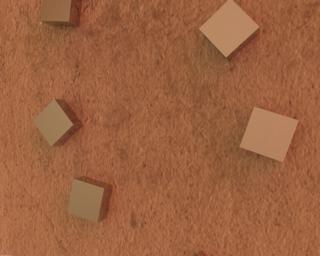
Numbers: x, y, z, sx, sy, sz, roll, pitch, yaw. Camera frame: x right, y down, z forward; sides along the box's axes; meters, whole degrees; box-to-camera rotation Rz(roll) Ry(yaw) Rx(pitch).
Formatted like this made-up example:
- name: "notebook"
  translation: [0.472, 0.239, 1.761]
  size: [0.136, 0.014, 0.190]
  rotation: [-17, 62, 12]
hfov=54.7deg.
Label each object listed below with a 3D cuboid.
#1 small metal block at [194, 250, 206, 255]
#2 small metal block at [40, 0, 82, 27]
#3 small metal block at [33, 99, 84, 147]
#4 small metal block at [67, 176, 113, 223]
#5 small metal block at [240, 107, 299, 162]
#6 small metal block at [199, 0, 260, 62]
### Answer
- name: "small metal block"
  translation: [0.046, 0.194, 0.392]
  size: [0.050, 0.025, 0.050]
  rotation: [-38, 78, 15]
- name: "small metal block"
  translation: [-0.146, -0.179, 0.459]
  size: [0.050, 0.025, 0.050]
  rotation: [8, 93, 19]
- name: "small metal block"
  translation: [-0.152, -0.008, 0.461]
  size: [0.050, 0.025, 0.050]
  rotation: [-42, 77, 15]
- name: "small metal block"
  translation: [-0.100, 0.101, 0.443]
  size: [0.050, 0.025, 0.050]
  rotation: [13, 94, 19]
- name: "small metal block"
  translation: [0.128, 0.007, 0.364]
  size: [0.050, 0.025, 0.050]
  rotation: [20, 97, 18]
- name: "small metal block"
  translation: [0.085, -0.119, 0.379]
  size: [0.050, 0.025, 0.050]
  rotation: [-42, 77, 15]
